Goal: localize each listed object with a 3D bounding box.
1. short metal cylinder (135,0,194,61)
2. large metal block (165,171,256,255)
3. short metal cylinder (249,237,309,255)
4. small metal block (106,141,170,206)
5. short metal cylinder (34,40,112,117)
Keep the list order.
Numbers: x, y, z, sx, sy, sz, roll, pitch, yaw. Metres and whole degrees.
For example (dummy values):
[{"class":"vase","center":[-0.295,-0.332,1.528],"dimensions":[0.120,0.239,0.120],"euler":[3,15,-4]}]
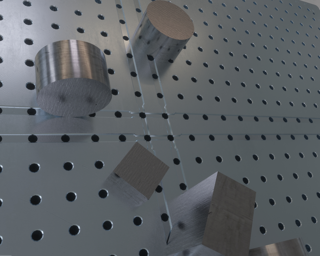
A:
[{"class":"short metal cylinder","center":[0.007,-0.153,0.489],"dimensions":[0.081,0.050,0.080],"euler":[14,56,-21]},{"class":"large metal block","center":[0.054,0.106,0.338],"dimensions":[0.050,0.080,0.080],"euler":[29,52,-10]},{"class":"short metal cylinder","center":[0.127,0.157,0.346],"dimensions":[0.081,0.080,0.050],"euler":[1,62,-28]},{"class":"small metal block","center":[-0.025,0.053,0.363],"dimensions":[0.050,0.025,0.050],"euler":[39,51,-2]},{"class":"short metal cylinder","center":[-0.099,-0.054,0.353],"dimensions":[0.081,0.080,0.050],"euler":[1,62,-28]}]
